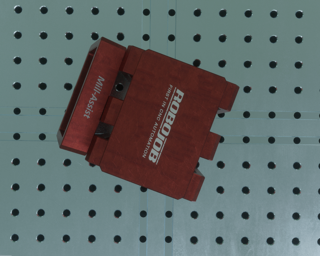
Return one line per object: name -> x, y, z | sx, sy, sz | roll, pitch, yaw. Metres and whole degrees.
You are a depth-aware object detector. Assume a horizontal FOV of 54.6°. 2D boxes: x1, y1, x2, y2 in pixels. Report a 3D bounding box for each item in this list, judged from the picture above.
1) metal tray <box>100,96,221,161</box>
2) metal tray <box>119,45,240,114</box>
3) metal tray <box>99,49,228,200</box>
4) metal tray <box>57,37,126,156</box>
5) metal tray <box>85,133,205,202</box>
metal tray -> 0.000, 0.001, 0.380 | 0.131, 0.090, 0.030 | 20, 89, -1
metal tray -> 0.022, -0.055, 0.380 | 0.131, 0.090, 0.030 | 21, 91, 0
metal tray -> 0.003, -0.004, 0.320 | 0.090, 0.030, 0.129 | 21, 90, 0
metal tray -> -0.087, -0.039, 0.378 | 0.030, 0.090, 0.129 | 21, 90, -22
metal tray -> -0.016, 0.044, 0.380 | 0.131, 0.090, 0.030 | 21, 91, 0
